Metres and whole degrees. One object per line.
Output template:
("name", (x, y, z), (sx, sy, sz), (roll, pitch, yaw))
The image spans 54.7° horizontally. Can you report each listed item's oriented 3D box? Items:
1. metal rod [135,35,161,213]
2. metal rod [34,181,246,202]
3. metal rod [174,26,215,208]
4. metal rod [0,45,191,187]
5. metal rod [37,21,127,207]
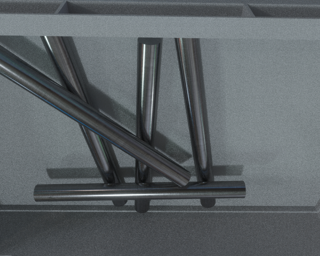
("metal rod", (-0.021, 0.020, 0.425), (0.025, 0.025, 0.298), (3, 130, -3))
("metal rod", (-0.029, 0.092, 0.452), (0.302, 0.025, 0.025), (-1, 130, 0))
("metal rod", (0.053, 0.010, 0.418), (0.025, 0.025, 0.298), (-8, 130, 6))
("metal rod", (-0.075, -0.007, 0.367), (0.301, 0.025, 0.025), (36, 122, -27))
("metal rod", (-0.090, 0.007, 0.413), (0.025, 0.025, 0.298), (-7, 130, 6))
